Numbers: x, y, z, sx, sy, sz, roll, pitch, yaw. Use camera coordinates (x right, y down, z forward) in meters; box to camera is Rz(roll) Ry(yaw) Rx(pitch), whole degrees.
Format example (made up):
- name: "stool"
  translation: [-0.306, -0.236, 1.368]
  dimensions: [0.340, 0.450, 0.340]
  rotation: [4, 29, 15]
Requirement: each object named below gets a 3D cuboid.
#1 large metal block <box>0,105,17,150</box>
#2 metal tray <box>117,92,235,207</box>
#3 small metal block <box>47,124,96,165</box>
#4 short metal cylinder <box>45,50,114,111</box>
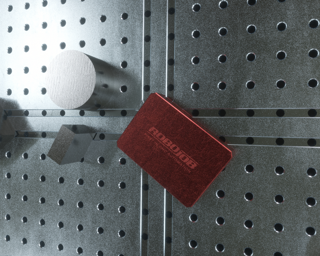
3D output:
- name: "large metal block"
  translation: [-0.296, 0.002, 0.504]
  dimensions: [0.080, 0.050, 0.080]
  rotation: [-37, 78, 16]
- name: "metal tray"
  translation: [0.018, 0.026, 0.403]
  dimensions: [0.130, 0.030, 0.090]
  rotation: [39, 102, 15]
- name: "small metal block"
  translation: [-0.126, 0.023, 0.444]
  dimensions: [0.025, 0.050, 0.050]
  rotation: [32, 101, 17]
- name: "short metal cylinder"
  translation: [-0.113, -0.065, 0.439]
  dimensions: [0.080, 0.050, 0.080]
  rotation: [0, 90, 19]
